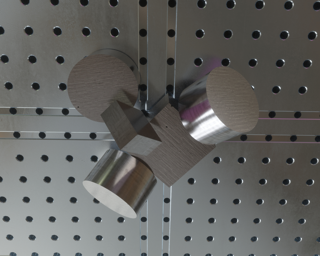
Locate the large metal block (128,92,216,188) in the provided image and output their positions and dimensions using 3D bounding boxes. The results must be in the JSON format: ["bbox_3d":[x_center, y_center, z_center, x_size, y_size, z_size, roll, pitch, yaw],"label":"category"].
[{"bbox_3d":[0.011,0.015,0.399,0.080,0.050,0.080,43,104,-14],"label":"large metal block"}]

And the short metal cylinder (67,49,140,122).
[{"bbox_3d":[-0.065,-0.052,0.377,0.081,0.050,0.079,0,110,0],"label":"short metal cylinder"}]

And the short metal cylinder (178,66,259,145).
[{"bbox_3d":[0.069,-0.025,0.364,0.080,0.080,0.050,41,143,-14],"label":"short metal cylinder"}]

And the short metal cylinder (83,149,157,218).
[{"bbox_3d":[-0.051,0.072,0.400,0.080,0.050,0.080,25,150,16],"label":"short metal cylinder"}]

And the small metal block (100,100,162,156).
[{"bbox_3d":[-0.031,0.001,0.343,0.025,0.050,0.050,-42,61,16],"label":"small metal block"}]
